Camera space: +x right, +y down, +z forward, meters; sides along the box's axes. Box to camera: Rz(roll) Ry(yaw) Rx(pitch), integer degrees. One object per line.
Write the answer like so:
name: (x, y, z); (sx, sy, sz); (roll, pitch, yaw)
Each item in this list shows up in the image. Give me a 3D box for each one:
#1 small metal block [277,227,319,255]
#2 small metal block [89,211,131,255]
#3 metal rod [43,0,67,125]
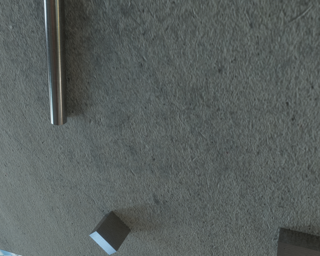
small metal block: (0.184, 0.165, 0.412); (0.050, 0.025, 0.050); (7, 122, 24)
small metal block: (-0.088, 0.186, 0.550); (0.050, 0.050, 0.025); (47, 129, -5)
metal rod: (-0.134, -0.131, 0.394); (0.025, 0.025, 0.298); (22, 127, 15)
